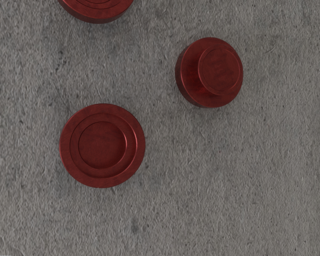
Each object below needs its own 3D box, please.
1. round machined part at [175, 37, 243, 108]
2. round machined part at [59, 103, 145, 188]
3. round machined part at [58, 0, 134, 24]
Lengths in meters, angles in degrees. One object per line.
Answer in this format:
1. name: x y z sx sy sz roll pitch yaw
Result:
1. round machined part: 0.074 -0.077 0.427 0.099 0.042 0.097 0 90 -20
2. round machined part: -0.071 0.020 0.374 0.099 0.042 0.097 0 90 -20
3. round machined part: -0.080 -0.173 0.370 0.099 0.042 0.097 0 90 -20
